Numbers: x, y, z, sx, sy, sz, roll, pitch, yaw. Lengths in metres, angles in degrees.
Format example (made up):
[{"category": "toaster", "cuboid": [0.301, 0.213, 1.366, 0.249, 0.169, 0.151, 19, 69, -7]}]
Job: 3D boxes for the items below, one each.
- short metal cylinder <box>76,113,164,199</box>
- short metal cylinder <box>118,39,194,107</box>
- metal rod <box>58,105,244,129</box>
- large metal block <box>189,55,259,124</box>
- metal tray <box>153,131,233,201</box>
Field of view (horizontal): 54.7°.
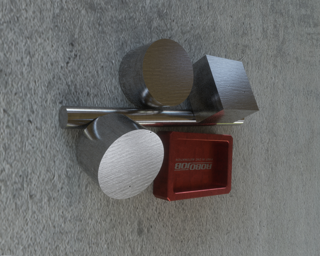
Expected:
[{"category": "short metal cylinder", "cuboid": [-0.043, 0.030, 0.338, 0.081, 0.050, 0.079, -19, 123, -33]}, {"category": "short metal cylinder", "cuboid": [-0.004, -0.066, 0.386, 0.081, 0.050, 0.080, 0, 89, -40]}, {"category": "metal rod", "cuboid": [0.015, -0.014, 0.420, 0.302, 0.025, 0.025, -1, 91, -40]}, {"category": "large metal block", "cuboid": [0.087, -0.053, 0.447, 0.081, 0.050, 0.080, -1, 70, -40]}, {"category": "metal tray", "cuboid": [0.052, 0.052, 0.445, 0.131, 0.030, 0.089, 4, 87, -40]}]
